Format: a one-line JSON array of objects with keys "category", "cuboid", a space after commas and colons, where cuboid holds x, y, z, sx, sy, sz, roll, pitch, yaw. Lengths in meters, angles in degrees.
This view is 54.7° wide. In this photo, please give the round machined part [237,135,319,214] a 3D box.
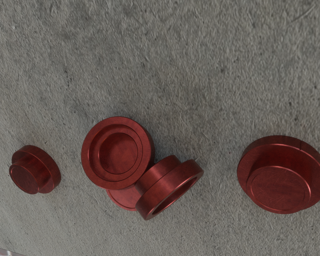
[{"category": "round machined part", "cuboid": [0.139, 0.061, 0.360, 0.098, 0.042, 0.097, 13, 124, 21]}]

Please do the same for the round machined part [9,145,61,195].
[{"category": "round machined part", "cuboid": [-0.237, 0.084, 0.573, 0.098, 0.042, 0.097, 13, 124, 21]}]

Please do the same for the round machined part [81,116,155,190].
[{"category": "round machined part", "cuboid": [-0.054, 0.036, 0.425, 0.098, 0.042, 0.098, -3, 78, 14]}]

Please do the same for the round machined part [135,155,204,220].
[{"category": "round machined part", "cuboid": [0.007, 0.072, 0.405, 0.042, 0.099, 0.097, 49, 132, 18]}]

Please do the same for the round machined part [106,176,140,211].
[{"category": "round machined part", "cuboid": [-0.044, 0.088, 0.473, 0.098, 0.042, 0.097, 13, 124, 21]}]
